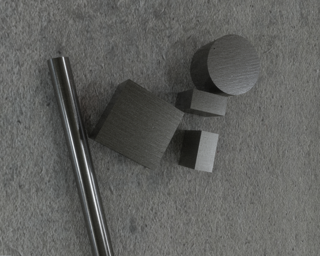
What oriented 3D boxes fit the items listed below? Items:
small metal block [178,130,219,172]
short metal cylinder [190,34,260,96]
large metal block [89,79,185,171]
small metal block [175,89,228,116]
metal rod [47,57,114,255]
[{"bbox_3d":[0.051,0.030,0.416,0.025,0.050,0.050,12,86,-20],"label":"small metal block"},{"bbox_3d":[0.089,-0.083,0.430,0.081,0.050,0.079,0,90,-21],"label":"short metal cylinder"},{"bbox_3d":[-0.030,-0.003,0.386,0.080,0.050,0.080,31,80,-18],"label":"large metal block"},{"bbox_3d":[0.054,-0.032,0.417,0.050,0.050,0.025,11,87,-20],"label":"small metal block"},{"bbox_3d":[-0.089,0.065,0.376,0.025,0.025,0.298,-14,95,-20],"label":"metal rod"}]
